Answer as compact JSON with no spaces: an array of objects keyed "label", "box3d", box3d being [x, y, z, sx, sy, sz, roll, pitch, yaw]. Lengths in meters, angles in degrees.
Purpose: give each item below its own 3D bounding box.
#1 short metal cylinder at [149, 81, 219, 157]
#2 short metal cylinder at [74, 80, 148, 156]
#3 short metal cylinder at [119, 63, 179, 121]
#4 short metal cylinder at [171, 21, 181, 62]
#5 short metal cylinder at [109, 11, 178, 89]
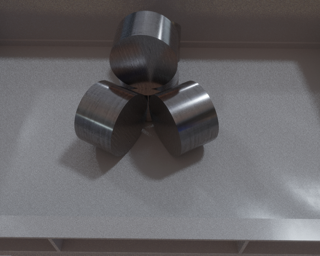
[{"label":"short metal cylinder","box3d":[0.027,-0.012,0.377,0.050,0.080,0.080,-23,54,-17]},{"label":"short metal cylinder","box3d":[-0.057,-0.012,0.377,0.050,0.080,0.080,23,54,18]},{"label":"short metal cylinder","box3d":[-0.015,-0.056,0.432,0.080,0.050,0.080,0,50,0]},{"label":"short metal cylinder","box3d":[-0.009,-0.128,0.466,0.080,0.080,0.050,3,93,2]},{"label":"short metal cylinder","box3d":[-0.018,-0.094,0.381,0.080,0.080,0.050,2,50,2]}]
